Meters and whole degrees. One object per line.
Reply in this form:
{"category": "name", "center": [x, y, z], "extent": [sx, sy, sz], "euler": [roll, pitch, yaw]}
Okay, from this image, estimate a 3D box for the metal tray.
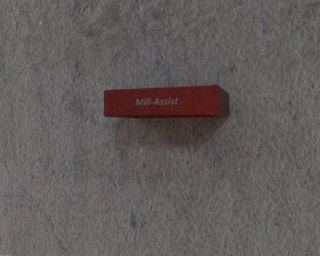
{"category": "metal tray", "center": [0.011, -0.028, 0.369], "extent": [0.130, 0.090, 0.030], "euler": [0, 90, 19]}
